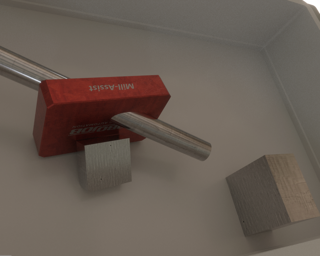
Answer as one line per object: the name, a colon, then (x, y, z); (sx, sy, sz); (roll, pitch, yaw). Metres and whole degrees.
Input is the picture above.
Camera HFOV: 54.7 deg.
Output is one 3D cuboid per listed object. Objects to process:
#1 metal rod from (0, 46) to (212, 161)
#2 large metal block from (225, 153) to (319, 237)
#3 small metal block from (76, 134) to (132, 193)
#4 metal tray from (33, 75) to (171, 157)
metal rod: (-0.071, -0.028, 0.320); (0.302, 0.025, 0.025); (24, 53, -23)
large metal block: (0.139, 0.086, 0.395); (0.050, 0.080, 0.080); (0, 62, -29)
small metal block: (-0.060, 0.037, 0.336); (0.050, 0.025, 0.050); (-9, 103, -32)
metal tray: (-0.063, -0.014, 0.337); (0.131, 0.089, 0.030); (-9, 58, -32)
